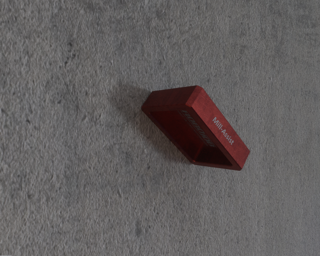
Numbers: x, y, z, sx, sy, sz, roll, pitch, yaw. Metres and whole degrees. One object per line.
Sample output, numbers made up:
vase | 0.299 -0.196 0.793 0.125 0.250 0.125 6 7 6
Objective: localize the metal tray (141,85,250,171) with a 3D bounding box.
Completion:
metal tray | 0.047 0.003 0.406 0.130 0.090 0.030 47 62 -30
